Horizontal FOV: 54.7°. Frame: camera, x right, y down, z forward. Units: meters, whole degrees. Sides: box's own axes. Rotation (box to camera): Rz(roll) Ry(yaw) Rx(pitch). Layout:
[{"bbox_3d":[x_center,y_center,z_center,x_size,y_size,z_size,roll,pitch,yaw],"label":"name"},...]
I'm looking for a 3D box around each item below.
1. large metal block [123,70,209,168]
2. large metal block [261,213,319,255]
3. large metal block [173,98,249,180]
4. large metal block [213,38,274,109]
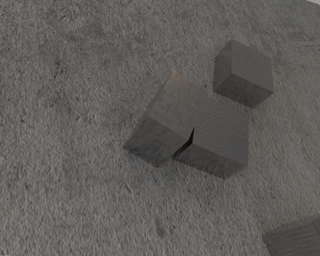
[{"bbox_3d":[0.007,-0.009,0.378,0.050,0.080,0.080,33,51,-7],"label":"large metal block"},{"bbox_3d":[0.185,0.154,0.374,0.050,0.080,0.080,-11,67,-33],"label":"large metal block"},{"bbox_3d":[0.070,0.013,0.418,0.080,0.050,0.080,22,53,-15],"label":"large metal block"},{"bbox_3d":[0.138,-0.090,0.517,0.080,0.050,0.080,21,54,-16],"label":"large metal block"}]
